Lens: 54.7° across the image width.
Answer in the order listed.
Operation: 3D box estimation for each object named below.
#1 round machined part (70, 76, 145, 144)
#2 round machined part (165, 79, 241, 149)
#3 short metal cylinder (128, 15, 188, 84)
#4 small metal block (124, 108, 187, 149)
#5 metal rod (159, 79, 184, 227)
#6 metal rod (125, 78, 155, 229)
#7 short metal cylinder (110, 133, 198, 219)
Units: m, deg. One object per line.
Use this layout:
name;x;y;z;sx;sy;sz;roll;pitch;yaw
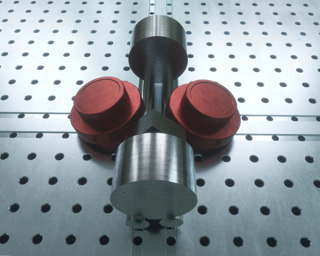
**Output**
round machined part;-0.072;-0.030;0.405;0.098;0.042;0.098;-9;49;11
round machined part;0.059;-0.025;0.400;0.099;0.042;0.098;10;49;-11
short metal cylinder;-0.002;-0.109;0.435;0.080;0.080;0.050;1;50;0
small metal block;-0.006;0.011;0.351;0.050;0.050;0.025;30;42;-30
metal rod;0.014;-0.016;0.420;0.025;0.025;0.300;1;50;1
metal rod;-0.021;-0.015;0.419;0.025;0.025;0.300;1;50;1
short metal cylinder;-0.005;0.049;0.302;0.080;0.080;0.050;1;50;0
